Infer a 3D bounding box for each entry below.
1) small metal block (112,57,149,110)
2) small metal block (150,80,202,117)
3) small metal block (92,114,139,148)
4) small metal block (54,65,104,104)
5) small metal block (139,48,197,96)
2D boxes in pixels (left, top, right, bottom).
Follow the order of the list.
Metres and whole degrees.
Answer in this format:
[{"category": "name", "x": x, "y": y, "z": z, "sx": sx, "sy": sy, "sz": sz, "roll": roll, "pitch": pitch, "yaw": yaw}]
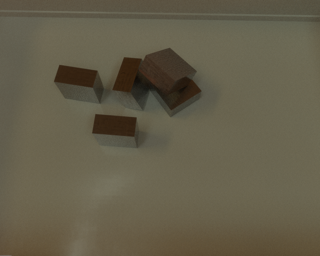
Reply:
[{"category": "small metal block", "x": -0.036, "y": -0.059, "z": 0.415, "sx": 0.025, "sy": 0.050, "sz": 0.050, "roll": 9, "pitch": 70, "yaw": 19}, {"category": "small metal block", "x": 0.021, "y": -0.051, "z": 0.429, "sx": 0.050, "sy": 0.025, "sz": 0.050, "roll": -33, "pitch": 74, "yaw": -12}, {"category": "small metal block", "x": -0.054, "y": 0.005, "z": 0.394, "sx": 0.050, "sy": 0.050, "sz": 0.025, "roll": 5, "pitch": 70, "yaw": 1}, {"category": "small metal block", "x": -0.107, "y": -0.057, "z": 0.416, "sx": 0.050, "sy": 0.050, "sz": 0.025, "roll": 9, "pitch": 71, "yaw": 3}, {"category": "small metal block", "x": 0.011, "y": -0.073, "z": 0.398, "sx": 0.050, "sy": 0.025, "sz": 0.050, "roll": 44, "pitch": 43, "yaw": 14}]
